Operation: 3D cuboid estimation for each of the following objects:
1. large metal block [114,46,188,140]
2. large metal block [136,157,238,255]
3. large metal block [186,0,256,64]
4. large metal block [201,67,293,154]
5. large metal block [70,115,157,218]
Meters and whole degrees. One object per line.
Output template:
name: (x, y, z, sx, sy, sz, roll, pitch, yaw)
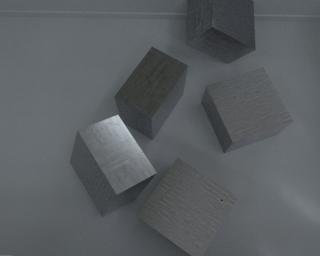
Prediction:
large metal block: (-0.010, -0.041, 0.395, 0.050, 0.080, 0.080, 30, 73, 10)
large metal block: (0.030, 0.094, 0.362, 0.080, 0.050, 0.080, 33, 73, 11)
large metal block: (0.085, -0.147, 0.430, 0.081, 0.050, 0.080, 15, 69, -32)
large metal block: (0.110, -0.022, 0.406, 0.081, 0.050, 0.080, -19, 71, -7)
large metal block: (-0.058, 0.045, 0.356, 0.050, 0.080, 0.080, -24, 71, -33)
